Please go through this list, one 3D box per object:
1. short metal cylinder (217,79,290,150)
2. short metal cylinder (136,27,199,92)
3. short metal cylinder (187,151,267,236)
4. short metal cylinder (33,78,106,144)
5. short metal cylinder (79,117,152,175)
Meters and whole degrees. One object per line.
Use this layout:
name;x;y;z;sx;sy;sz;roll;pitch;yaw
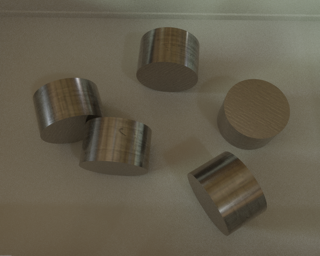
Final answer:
short metal cylinder;0.119;-0.016;0.403;0.081;0.050;0.080;0;70;0
short metal cylinder;0.011;-0.088;0.413;0.080;0.080;0.050;4;70;1
short metal cylinder;0.074;0.074;0.354;0.050;0.080;0.080;-30;73;-10
short metal cylinder;-0.111;-0.019;0.387;0.080;0.080;0.050;-17;71;-6
short metal cylinder;-0.052;0.025;0.371;0.080;0.080;0.050;4;70;1
